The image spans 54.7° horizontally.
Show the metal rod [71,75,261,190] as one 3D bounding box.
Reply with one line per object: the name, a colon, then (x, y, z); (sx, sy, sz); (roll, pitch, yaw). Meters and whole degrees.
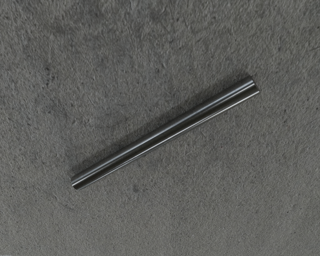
metal rod: (-0.008, 0.016, 0.423); (0.300, 0.025, 0.025); (-30, 124, 22)
